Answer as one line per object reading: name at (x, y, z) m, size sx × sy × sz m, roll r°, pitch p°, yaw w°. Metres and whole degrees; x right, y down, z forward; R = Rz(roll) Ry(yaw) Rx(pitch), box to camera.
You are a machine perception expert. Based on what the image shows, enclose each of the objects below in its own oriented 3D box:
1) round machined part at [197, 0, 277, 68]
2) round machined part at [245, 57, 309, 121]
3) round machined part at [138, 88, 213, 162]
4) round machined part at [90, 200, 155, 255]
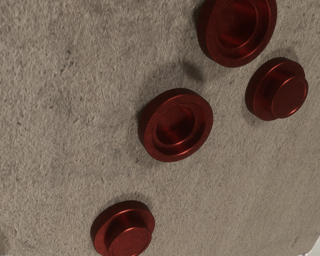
round machined part at (0.086, -0.125, 0.367) m, size 0.099 × 0.042 × 0.097 m, roll -14°, pitch 125°, yaw -21°
round machined part at (0.181, -0.053, 0.465) m, size 0.099 × 0.042 × 0.097 m, roll -14°, pitch 125°, yaw -21°
round machined part at (0.016, -0.007, 0.402) m, size 0.099 × 0.042 × 0.097 m, roll -14°, pitch 125°, yaw -21°
round machined part at (-0.052, 0.161, 0.469) m, size 0.099 × 0.042 × 0.097 m, roll -14°, pitch 125°, yaw -21°
